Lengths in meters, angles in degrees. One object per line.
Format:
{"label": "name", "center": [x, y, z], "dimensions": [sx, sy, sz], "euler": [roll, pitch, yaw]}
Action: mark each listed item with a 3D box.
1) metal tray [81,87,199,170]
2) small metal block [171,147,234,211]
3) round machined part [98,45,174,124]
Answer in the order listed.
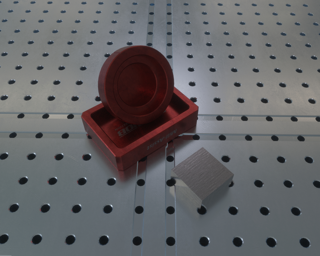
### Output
{"label": "metal tray", "center": [-0.025, -0.013, 0.414], "dimensions": [0.131, 0.030, 0.090], "euler": [-31, 57, -24]}
{"label": "small metal block", "center": [0.048, 0.058, 0.360], "dimensions": [0.050, 0.025, 0.050], "euler": [-32, 57, -24]}
{"label": "round machined part", "center": [-0.034, -0.056, 0.399], "dimensions": [0.099, 0.097, 0.042], "euler": [-31, 27, -24]}
